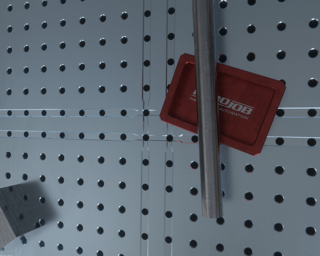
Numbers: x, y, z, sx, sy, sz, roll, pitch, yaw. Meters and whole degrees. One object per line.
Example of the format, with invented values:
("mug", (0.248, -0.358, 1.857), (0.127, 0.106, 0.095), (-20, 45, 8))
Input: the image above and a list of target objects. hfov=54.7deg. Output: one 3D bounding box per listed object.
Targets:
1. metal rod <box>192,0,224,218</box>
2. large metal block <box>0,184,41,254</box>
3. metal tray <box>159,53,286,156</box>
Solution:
("metal rod", (0.054, -0.048, 0.360), (0.025, 0.025, 0.298), (-3, 89, 20))
("large metal block", (-0.251, 0.148, 0.488), (0.080, 0.050, 0.080), (-37, 78, 16))
("metal tray", (0.075, -0.030, 0.383), (0.130, 0.030, 0.089), (21, 97, 18))
